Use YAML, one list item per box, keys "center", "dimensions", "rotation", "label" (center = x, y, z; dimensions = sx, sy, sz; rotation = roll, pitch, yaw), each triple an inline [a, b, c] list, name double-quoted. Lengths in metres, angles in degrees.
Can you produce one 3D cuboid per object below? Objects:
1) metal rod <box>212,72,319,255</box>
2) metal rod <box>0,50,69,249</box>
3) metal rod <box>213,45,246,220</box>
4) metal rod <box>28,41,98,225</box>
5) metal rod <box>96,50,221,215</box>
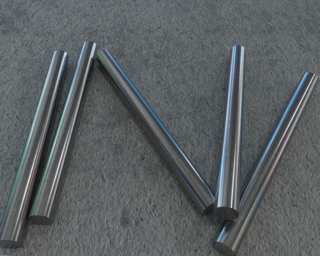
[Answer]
- center: [0.144, 0.023, 0.385]
  dimensions: [0.025, 0.025, 0.301]
  rotation: [27, 55, 20]
  label: "metal rod"
- center: [-0.154, 0.000, 0.401]
  dimensions: [0.025, 0.025, 0.300]
  rotation: [-1, 50, -2]
  label: "metal rod"
- center: [0.097, -0.021, 0.407]
  dimensions: [0.025, 0.025, 0.300]
  rotation: [10, 46, 8]
  label: "metal rod"
- center: [-0.120, -0.019, 0.417]
  dimensions: [0.025, 0.025, 0.300]
  rotation: [1, 50, 1]
  label: "metal rod"
- center: [-0.018, -0.015, 0.415]
  dimensions: [0.025, 0.025, 0.300]
  rotation: [-23, 54, -19]
  label: "metal rod"
